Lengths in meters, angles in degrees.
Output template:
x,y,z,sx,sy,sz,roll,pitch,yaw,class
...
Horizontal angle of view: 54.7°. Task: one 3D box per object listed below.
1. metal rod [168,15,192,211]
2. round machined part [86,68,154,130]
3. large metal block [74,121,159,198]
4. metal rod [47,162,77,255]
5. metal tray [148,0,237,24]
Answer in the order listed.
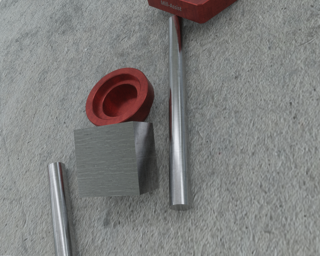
x,y,z,sx,sy,sz,roll,pitch,yaw,class
0.024,-0.041,0.415,0.025,0.025,0.299,-13,56,21,metal rod
-0.052,-0.034,0.439,0.098,0.042,0.098,-13,56,20,round machined part
-0.052,0.037,0.371,0.080,0.050,0.080,-8,85,24,large metal block
-0.105,0.167,0.354,0.025,0.025,0.299,-29,52,10,metal rod
0.050,-0.215,0.490,0.090,0.030,0.130,-39,50,-19,metal tray
